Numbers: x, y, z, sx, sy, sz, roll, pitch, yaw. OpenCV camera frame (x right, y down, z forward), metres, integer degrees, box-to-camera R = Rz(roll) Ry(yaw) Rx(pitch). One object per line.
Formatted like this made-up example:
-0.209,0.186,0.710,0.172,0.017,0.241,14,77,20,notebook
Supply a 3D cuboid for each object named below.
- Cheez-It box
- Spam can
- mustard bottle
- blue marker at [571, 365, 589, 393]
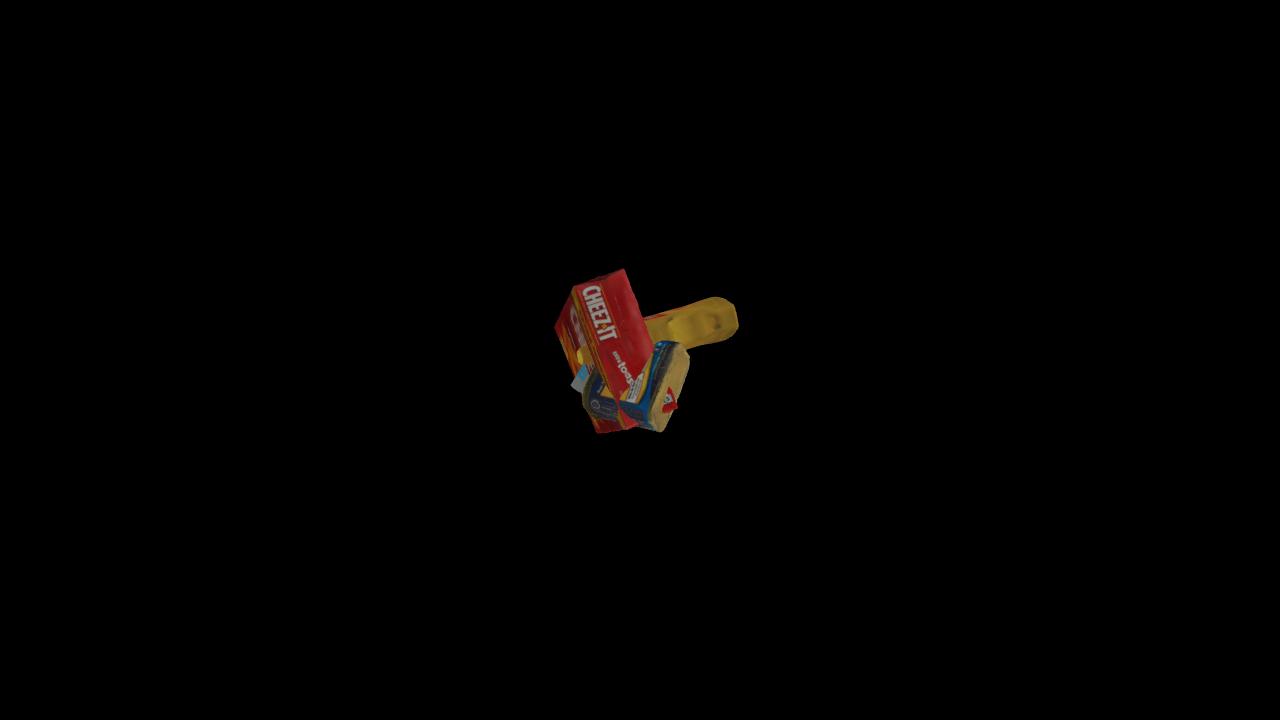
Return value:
-0.038,0.003,0.753,0.071,0.166,0.223,-21,-3,-15,Cheez-It box
-0.002,0.022,0.673,0.085,0.101,0.058,10,-25,27,Spam can
0.014,-0.026,0.704,0.184,0.054,0.092,-16,12,-21,mustard bottle
-0.043,-0.017,0.718,0.020,0.121,0.020,30,8,-5,blue marker
